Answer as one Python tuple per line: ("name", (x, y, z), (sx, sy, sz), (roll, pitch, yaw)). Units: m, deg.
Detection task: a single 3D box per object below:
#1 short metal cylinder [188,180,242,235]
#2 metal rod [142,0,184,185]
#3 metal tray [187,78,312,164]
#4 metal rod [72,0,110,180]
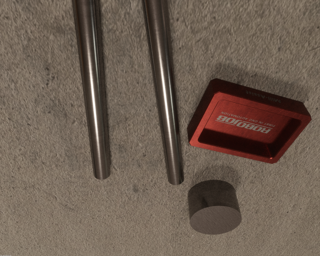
("short metal cylinder", (0.087, 0.129, 0.502), (0.081, 0.050, 0.079), (0, 130, 0))
("metal rod", (0.008, -0.035, 0.377), (0.025, 0.025, 0.298), (-5, 130, 4))
("metal tray", (0.111, -0.005, 0.401), (0.131, 0.030, 0.089), (13, 129, -12))
("metal rod", (-0.078, -0.045, 0.367), (0.025, 0.025, 0.298), (2, 130, -2))
